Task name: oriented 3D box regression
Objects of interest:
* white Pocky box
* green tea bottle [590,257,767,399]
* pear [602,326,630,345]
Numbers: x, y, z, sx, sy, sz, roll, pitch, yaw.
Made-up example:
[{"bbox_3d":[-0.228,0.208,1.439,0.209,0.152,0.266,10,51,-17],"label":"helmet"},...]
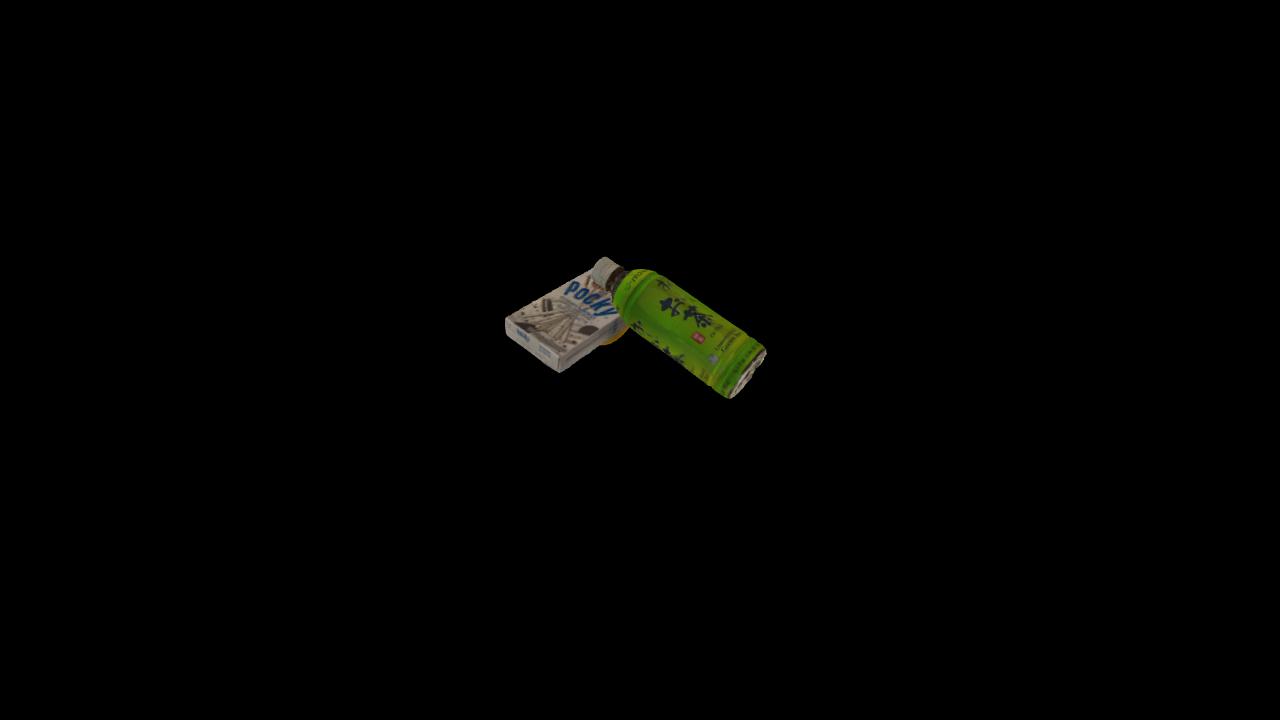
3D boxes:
[{"bbox_3d":[-0.066,-0.051,0.685,0.084,0.028,0.154,33,48,23],"label":"white Pocky box"},{"bbox_3d":[0.034,-0.044,0.676,0.212,0.073,0.073,36,12,17],"label":"green tea bottle"},{"bbox_3d":[-0.026,-0.059,0.746,0.111,0.080,0.080,-7,0,-2],"label":"pear"}]
